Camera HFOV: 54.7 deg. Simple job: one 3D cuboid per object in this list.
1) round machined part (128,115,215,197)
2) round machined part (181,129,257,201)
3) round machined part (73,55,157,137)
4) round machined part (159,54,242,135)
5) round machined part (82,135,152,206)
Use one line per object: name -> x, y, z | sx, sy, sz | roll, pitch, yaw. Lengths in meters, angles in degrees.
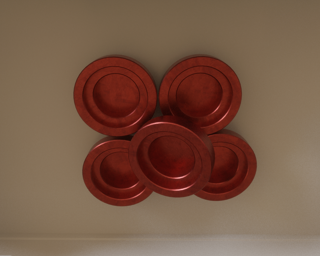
round machined part -> 0.016, 0.030, 0.366 | 0.098, 0.042, 0.097 | 8, 116, 16
round machined part -> 0.076, 0.046, 0.418 | 0.099, 0.042, 0.097 | 0, 110, -1
round machined part -> -0.053, -0.042, 0.384 | 0.099, 0.042, 0.097 | 0, 110, -1
round machined part -> 0.048, -0.043, 0.385 | 0.099, 0.042, 0.097 | 0, 110, -1
round machined part -> -0.051, 0.053, 0.419 | 0.099, 0.042, 0.097 | 0, 110, -1
